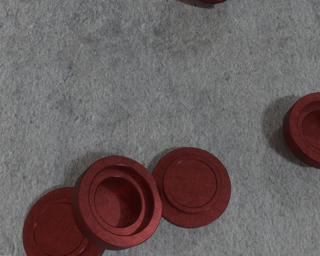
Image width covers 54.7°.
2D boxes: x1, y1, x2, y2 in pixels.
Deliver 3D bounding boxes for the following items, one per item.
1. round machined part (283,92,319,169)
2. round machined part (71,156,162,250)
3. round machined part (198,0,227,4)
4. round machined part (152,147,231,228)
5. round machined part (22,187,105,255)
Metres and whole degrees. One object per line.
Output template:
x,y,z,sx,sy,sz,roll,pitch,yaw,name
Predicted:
0.207,0.006,0.399,0.099,0.042,0.098,0,70,-1,round machined part
-0.050,0.083,0.341,0.099,0.042,0.098,19,54,-27,round machined part
0.077,-0.221,0.451,0.099,0.098,0.042,13,71,4,round machined part
0.037,0.070,0.374,0.099,0.042,0.098,0,70,-1,round machined part
-0.108,0.117,0.355,0.099,0.042,0.098,0,70,0,round machined part
